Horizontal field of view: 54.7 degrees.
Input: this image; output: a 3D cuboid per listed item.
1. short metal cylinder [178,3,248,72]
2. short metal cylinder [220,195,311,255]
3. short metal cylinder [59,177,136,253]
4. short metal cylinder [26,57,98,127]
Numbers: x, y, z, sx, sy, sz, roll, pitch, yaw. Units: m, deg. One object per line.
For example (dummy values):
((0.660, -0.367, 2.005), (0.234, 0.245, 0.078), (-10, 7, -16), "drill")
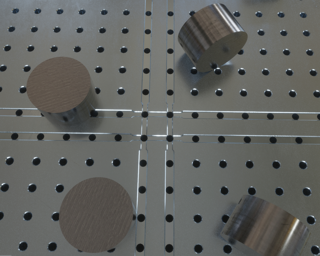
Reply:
((0.072, -0.122, 0.428), (0.080, 0.080, 0.050), (-27, 73, -9), "short metal cylinder")
((0.114, 0.117, 0.340), (0.080, 0.080, 0.050), (32, 73, 11), "short metal cylinder")
((-0.069, 0.102, 0.361), (0.081, 0.050, 0.080), (0, 70, 0), "short metal cylinder")
((-0.128, -0.047, 0.415), (0.081, 0.050, 0.080), (0, 70, 0), "short metal cylinder")
